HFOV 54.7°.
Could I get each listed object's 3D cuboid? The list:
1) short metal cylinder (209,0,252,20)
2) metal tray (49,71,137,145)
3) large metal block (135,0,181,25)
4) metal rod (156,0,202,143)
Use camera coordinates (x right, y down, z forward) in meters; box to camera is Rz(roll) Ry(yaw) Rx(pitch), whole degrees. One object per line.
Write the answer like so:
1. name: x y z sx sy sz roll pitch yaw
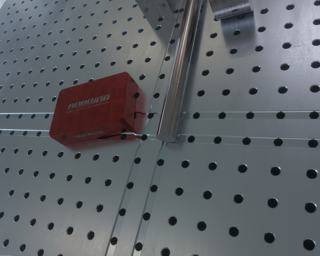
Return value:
1. short metal cylinder: 0.100 -0.202 0.444 0.050 0.080 0.080 -8 58 24
2. metal tray: -0.102 -0.029 0.477 0.130 0.030 0.090 -11 57 22
3. large metal block: -0.004 -0.235 0.519 0.050 0.080 0.080 -1 61 28
4. metal rod: 0.037 -0.118 0.461 0.025 0.025 0.300 -2 61 27
